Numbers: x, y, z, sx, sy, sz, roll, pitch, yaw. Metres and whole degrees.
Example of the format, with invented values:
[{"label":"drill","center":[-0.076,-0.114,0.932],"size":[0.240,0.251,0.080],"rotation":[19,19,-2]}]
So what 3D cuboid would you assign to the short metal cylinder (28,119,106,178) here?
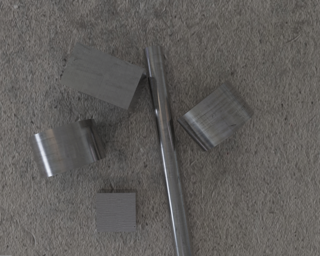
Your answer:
[{"label":"short metal cylinder","center":[-0.113,0.024,0.381],"size":[0.080,0.080,0.050],"rotation":[-18,90,0]}]

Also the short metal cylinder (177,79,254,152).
[{"label":"short metal cylinder","center":[0.068,-0.015,0.383],"size":[0.080,0.080,0.050],"rotation":[-39,90,0]}]

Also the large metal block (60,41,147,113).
[{"label":"large metal block","center":[-0.064,-0.058,0.382],"size":[0.080,0.080,0.050],"rotation":[22,90,0]}]

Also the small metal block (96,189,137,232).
[{"label":"small metal block","center":[-0.056,0.108,0.409],"size":[0.050,0.025,0.050],"rotation":[-1,90,0]}]

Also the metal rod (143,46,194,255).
[{"label":"metal rod","center":[0.013,0.042,0.409],"size":[0.025,0.025,0.298],"rotation":[-9,90,0]}]
